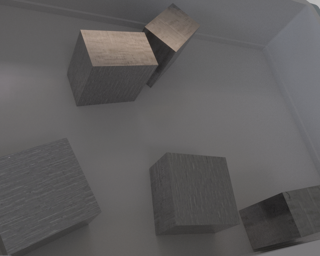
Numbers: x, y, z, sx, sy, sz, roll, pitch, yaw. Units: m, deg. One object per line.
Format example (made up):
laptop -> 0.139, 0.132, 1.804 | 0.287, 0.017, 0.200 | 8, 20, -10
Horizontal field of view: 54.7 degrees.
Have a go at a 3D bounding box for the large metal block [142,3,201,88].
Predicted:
large metal block -> 0.003, -0.117, 0.443 | 0.050, 0.080, 0.080 | 39, 51, -3

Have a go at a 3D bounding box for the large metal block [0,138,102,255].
large metal block -> -0.114, 0.065, 0.289 | 0.081, 0.050, 0.080 | -19, 72, -35

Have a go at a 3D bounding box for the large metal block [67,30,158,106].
large metal block -> -0.061, -0.072, 0.381 | 0.081, 0.080, 0.050 | -9, 66, -32

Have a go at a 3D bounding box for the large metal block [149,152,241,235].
large metal block -> 0.038, 0.078, 0.362 | 0.081, 0.050, 0.080 | 7, 59, -25

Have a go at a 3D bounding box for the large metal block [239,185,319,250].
large metal block -> 0.162, 0.112, 0.389 | 0.081, 0.080, 0.050 | -2, 63, -29
